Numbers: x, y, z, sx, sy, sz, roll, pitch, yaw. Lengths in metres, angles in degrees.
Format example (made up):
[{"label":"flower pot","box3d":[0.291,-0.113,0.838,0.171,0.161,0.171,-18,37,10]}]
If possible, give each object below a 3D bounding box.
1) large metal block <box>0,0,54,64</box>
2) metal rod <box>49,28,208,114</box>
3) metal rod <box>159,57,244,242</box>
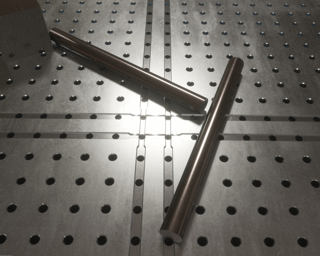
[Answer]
[{"label":"large metal block","box3d":[-0.231,-0.163,0.506,0.081,0.080,0.050,-23,54,-19]},{"label":"metal rod","box3d":[-0.062,-0.097,0.487,0.300,0.025,0.025,28,55,21]},{"label":"metal rod","box3d":[0.066,0.003,0.405,0.025,0.025,0.301,17,52,13]}]
